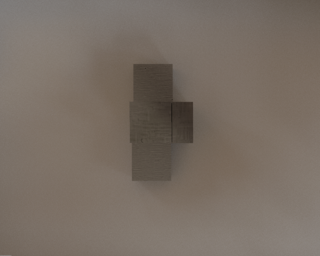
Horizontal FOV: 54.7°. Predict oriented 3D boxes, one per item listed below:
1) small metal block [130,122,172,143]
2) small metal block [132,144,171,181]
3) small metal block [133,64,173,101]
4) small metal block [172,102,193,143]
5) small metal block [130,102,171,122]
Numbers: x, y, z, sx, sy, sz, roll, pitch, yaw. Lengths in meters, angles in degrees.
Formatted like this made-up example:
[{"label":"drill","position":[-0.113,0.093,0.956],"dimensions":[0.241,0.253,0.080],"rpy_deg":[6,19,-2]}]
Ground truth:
[{"label":"small metal block","position":[-0.011,0.005,0.397],"dimensions":[0.050,0.050,0.025],"rpy_deg":[0,90,0]},{"label":"small metal block","position":[-0.011,0.043,0.409],"dimensions":[0.050,0.025,0.050],"rpy_deg":[0,90,0]},{"label":"small metal block","position":[-0.009,-0.057,0.409],"dimensions":[0.050,0.025,0.050],"rpy_deg":[0,90,0]},{"label":"small metal block","position":[0.027,-0.007,0.397],"dimensions":[0.025,0.050,0.050],"rpy_deg":[0,90,0]},{"label":"small metal block","position":[-0.011,-0.019,0.397],"dimensions":[0.050,0.050,0.025],"rpy_deg":[0,90,0]}]
